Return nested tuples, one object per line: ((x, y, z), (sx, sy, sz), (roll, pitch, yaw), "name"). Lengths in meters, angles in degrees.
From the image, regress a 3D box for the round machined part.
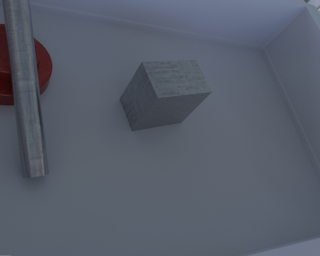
((-0.173, -0.078, 0.349), (0.099, 0.042, 0.098), (14, 56, -21), "round machined part")

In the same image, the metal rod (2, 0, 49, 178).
((-0.141, -0.100, 0.309), (0.025, 0.025, 0.298), (-7, 91, -32), "metal rod")

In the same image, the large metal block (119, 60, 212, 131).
((0.005, -0.042, 0.400), (0.081, 0.080, 0.050), (-10, 67, -33), "large metal block")

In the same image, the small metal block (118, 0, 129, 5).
((-0.068, -0.243, 0.521), (0.050, 0.025, 0.050), (25, 53, -14), "small metal block")
